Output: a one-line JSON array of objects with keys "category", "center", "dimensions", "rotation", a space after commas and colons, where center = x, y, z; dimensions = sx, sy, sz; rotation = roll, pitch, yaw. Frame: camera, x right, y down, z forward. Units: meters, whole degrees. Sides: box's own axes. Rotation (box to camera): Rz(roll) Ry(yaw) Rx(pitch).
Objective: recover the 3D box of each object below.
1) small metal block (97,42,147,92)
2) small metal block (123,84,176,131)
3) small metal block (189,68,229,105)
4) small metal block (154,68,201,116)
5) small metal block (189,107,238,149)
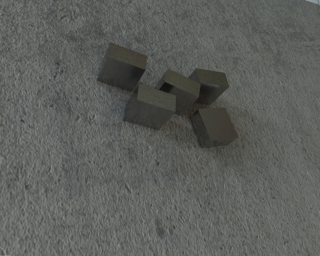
[{"category": "small metal block", "center": [-0.051, -0.079, 0.408], "dimensions": [0.050, 0.050, 0.025], "rotation": [16, 55, -19]}, {"category": "small metal block", "center": [-0.014, -0.025, 0.395], "dimensions": [0.050, 0.050, 0.025], "rotation": [16, 55, -19]}, {"category": "small metal block", "center": [0.065, -0.060, 0.459], "dimensions": [0.050, 0.050, 0.025], "rotation": [4, 60, -27]}, {"category": "small metal block", "center": [0.021, -0.048, 0.428], "dimensions": [0.050, 0.050, 0.025], "rotation": [23, 53, -15]}, {"category": "small metal block", "center": [0.077, -0.001, 0.445], "dimensions": [0.050, 0.025, 0.050], "rotation": [-5, 64, -31]}]
